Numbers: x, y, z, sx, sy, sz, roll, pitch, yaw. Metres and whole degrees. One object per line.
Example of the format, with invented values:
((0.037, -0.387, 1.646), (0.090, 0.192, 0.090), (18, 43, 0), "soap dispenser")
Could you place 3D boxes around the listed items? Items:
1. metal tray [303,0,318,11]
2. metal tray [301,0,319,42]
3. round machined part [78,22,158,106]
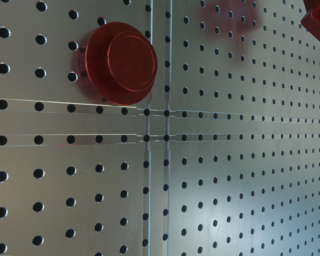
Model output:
((0.294, -0.252, 0.532), (0.030, 0.130, 0.090), (-25, 103, -4), "metal tray")
((0.330, -0.212, 0.565), (0.090, 0.030, 0.130), (41, 77, -5), "metal tray")
((-0.042, -0.075, 0.363), (0.099, 0.042, 0.097), (0, 90, -40), "round machined part")
